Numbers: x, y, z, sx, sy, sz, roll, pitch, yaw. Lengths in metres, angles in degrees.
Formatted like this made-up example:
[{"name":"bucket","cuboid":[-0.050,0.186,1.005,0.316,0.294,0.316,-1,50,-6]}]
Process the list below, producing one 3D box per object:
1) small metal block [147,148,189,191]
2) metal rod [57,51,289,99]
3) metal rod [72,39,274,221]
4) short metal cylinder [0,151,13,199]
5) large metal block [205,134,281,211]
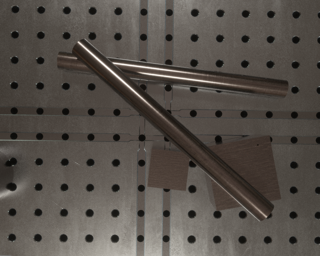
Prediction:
[{"name":"small metal block","cuboid":[0.011,0.054,0.414,0.050,0.025,0.050,7,90,-1]},{"name":"metal rod","cuboid":[0.017,-0.071,0.413,0.302,0.025,0.025,7,90,-1]},{"name":"metal rod","cuboid":[0.010,-0.002,0.371,0.300,0.025,0.025,42,90,7]},{"name":"short metal cylinder","cuboid":[-0.241,0.065,0.398,0.081,0.050,0.079,0,90,-1]},{"name":"large metal block","cuboid":[0.101,0.055,0.402,0.080,0.050,0.080,-10,90,-1]}]
